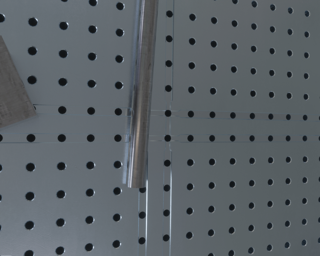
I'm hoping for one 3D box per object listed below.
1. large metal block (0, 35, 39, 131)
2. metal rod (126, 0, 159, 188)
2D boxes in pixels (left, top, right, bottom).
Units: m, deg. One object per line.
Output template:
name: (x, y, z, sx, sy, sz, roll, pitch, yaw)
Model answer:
large metal block: (-0.168, -0.040, 0.321, 0.050, 0.080, 0.080, -24, 98, -18)
metal rod: (-0.021, -0.073, 0.404, 0.025, 0.025, 0.298, 5, 88, -20)
